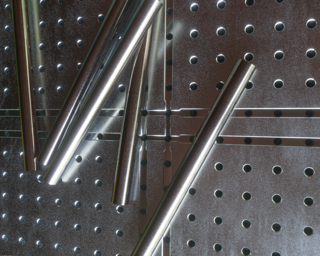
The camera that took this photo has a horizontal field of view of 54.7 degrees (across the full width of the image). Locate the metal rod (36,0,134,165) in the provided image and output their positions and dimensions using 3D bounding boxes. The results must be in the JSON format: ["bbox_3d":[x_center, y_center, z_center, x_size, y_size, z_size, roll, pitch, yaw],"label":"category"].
[{"bbox_3d":[-0.105,-0.078,0.448,0.025,0.025,0.299,32,100,17],"label":"metal rod"}]

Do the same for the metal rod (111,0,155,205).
[{"bbox_3d":[-0.034,-0.044,0.423,0.025,0.025,0.298,9,93,19],"label":"metal rod"}]

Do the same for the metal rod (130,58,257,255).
[{"bbox_3d":[0.037,0.052,0.398,0.025,0.025,0.298,30,100,17],"label":"metal rod"}]

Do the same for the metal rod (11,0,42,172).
[{"bbox_3d":[-0.210,-0.083,0.484,0.025,0.025,0.298,-6,88,19],"label":"metal rod"}]

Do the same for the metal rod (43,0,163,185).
[{"bbox_3d":[-0.086,-0.041,0.424,0.025,0.025,0.298,39,108,15],"label":"metal rod"}]
